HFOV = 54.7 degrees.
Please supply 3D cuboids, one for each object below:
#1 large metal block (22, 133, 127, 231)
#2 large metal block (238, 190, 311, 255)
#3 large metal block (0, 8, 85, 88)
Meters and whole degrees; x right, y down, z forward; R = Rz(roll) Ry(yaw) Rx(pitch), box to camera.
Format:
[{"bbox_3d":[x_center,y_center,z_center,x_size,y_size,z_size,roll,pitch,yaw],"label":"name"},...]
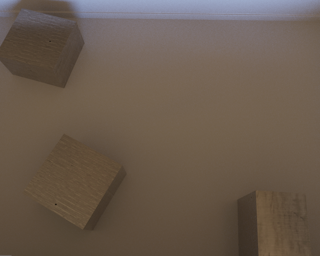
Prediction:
[{"bbox_3d":[-0.098,0.066,0.372,0.080,0.050,0.080,27,72,9],"label":"large metal block"},{"bbox_3d":[0.120,0.116,0.339,0.050,0.080,0.080,3,70,1],"label":"large metal block"},{"bbox_3d":[-0.164,-0.112,0.436,0.080,0.050,0.080,16,71,5],"label":"large metal block"}]
